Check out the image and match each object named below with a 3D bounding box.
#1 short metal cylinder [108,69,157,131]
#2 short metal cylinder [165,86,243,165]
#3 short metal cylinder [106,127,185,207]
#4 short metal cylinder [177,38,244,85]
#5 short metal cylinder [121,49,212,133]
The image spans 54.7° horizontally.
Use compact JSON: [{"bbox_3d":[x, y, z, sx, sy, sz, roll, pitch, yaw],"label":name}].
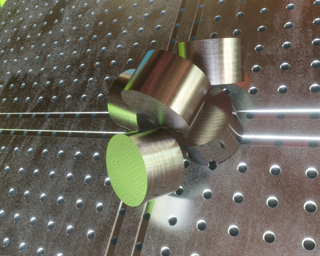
[{"bbox_3d":[-0.021,-0.033,0.404,0.050,0.080,0.080,20,73,36],"label":"short metal cylinder"},{"bbox_3d":[0.052,-0.003,0.366,0.080,0.050,0.080,-14,55,21],"label":"short metal cylinder"},{"bbox_3d":[-0.018,0.042,0.349,0.080,0.050,0.079,15,110,49],"label":"short metal cylinder"},{"bbox_3d":[0.062,-0.081,0.381,0.080,0.080,0.050,2,103,29],"label":"short metal cylinder"},{"bbox_3d":[0.007,-0.037,0.326,0.080,0.080,0.050,19,72,35],"label":"short metal cylinder"}]
